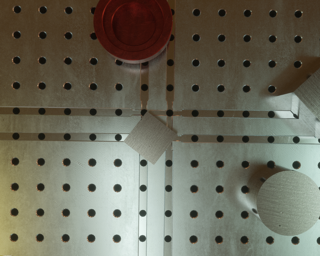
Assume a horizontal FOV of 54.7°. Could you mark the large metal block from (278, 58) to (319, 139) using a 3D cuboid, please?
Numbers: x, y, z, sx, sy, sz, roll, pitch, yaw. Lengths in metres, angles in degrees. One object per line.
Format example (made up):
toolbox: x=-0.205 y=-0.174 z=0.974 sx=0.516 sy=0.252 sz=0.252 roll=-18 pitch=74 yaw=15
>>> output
large metal block: x=0.219 y=-0.042 z=0.403 sx=0.080 sy=0.050 sz=0.080 roll=-43 pitch=90 yaw=0

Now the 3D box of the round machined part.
round machined part: x=-0.033 y=-0.133 z=0.404 sx=0.099 sy=0.042 sz=0.097 roll=0 pitch=90 yaw=0

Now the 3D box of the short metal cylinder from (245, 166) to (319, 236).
short metal cylinder: x=0.158 y=0.092 z=0.402 sx=0.081 sy=0.050 sz=0.079 roll=0 pitch=90 yaw=0

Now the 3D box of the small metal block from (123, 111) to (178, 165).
small metal block: x=-0.012 y=0.013 z=0.413 sx=0.050 sy=0.025 sz=0.050 roll=38 pitch=90 yaw=0
